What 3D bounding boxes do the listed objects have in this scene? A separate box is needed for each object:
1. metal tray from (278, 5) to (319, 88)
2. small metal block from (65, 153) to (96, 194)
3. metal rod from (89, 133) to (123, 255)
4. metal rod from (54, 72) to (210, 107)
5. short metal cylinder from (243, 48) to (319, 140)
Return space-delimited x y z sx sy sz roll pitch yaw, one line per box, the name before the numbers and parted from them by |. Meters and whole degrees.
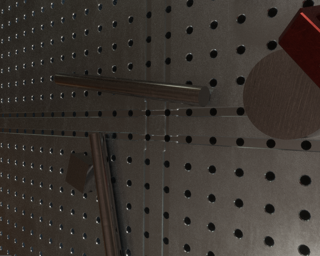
metal tray | 0.163 -0.040 0.229 0.130 0.091 0.030 59 150 23
small metal block | -0.127 0.073 0.511 0.050 0.025 0.050 22 104 37
metal rod | -0.075 0.155 0.468 0.025 0.025 0.298 -16 80 38
metal rod | -0.062 -0.062 0.458 0.300 0.025 0.025 12 98 39
short metal cylinder | 0.126 -0.030 0.288 0.080 0.050 0.079 0 90 40
